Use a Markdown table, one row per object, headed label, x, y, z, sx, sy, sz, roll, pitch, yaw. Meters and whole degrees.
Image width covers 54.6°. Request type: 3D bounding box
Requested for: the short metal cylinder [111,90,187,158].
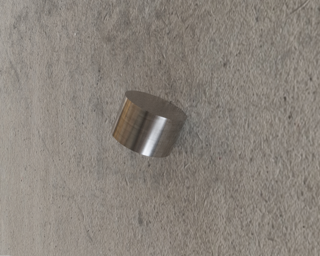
| label | x | y | z | sx | sy | sz | roll | pitch | yaw |
| --- | --- | --- | --- | --- | --- | --- | --- | --- | --- |
| short metal cylinder | -0.013 | -0.006 | 0.381 | 0.080 | 0.081 | 0.050 | 36 | 113 | 34 |
